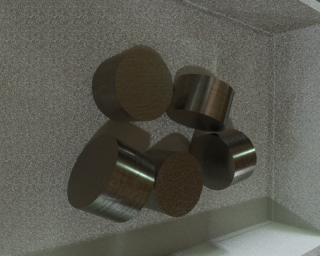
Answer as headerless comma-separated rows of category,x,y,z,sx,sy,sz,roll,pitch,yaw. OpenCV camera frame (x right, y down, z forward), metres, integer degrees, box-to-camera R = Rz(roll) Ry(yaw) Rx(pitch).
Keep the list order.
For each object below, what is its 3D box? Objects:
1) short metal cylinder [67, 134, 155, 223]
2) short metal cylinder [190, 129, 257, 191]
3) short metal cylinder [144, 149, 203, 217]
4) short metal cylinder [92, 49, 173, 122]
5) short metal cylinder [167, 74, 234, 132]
short metal cylinder,-0.052,0.053,0.326,0.050,0.080,0.080,34,69,-35
short metal cylinder,0.090,0.044,0.447,0.050,0.080,0.079,-12,98,-40
short metal cylinder,0.010,0.069,0.398,0.081,0.050,0.079,0,90,-40
short metal cylinder,-0.031,-0.047,0.363,0.081,0.050,0.079,0,90,-40
short metal cylinder,0.055,-0.032,0.418,0.080,0.080,0.050,27,73,-37
